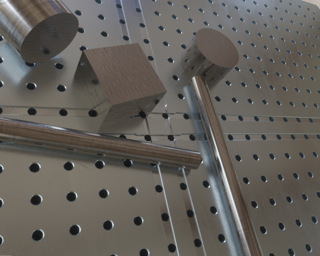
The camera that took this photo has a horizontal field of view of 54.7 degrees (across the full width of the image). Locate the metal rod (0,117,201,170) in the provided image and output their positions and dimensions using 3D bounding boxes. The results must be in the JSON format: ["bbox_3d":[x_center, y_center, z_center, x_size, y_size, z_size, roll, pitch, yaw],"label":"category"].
[{"bbox_3d":[-0.090,0.015,0.350,0.302,0.025,0.025,11,57,-22],"label":"metal rod"}]

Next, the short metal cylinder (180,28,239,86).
[{"bbox_3d":[0.080,-0.115,0.505,0.081,0.050,0.080,14,56,-21],"label":"short metal cylinder"}]

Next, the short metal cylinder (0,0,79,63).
[{"bbox_3d":[-0.146,-0.124,0.370,0.050,0.080,0.080,48,51,5],"label":"short metal cylinder"}]

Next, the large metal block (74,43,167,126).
[{"bbox_3d":[-0.052,-0.058,0.400,0.081,0.050,0.080,-19,72,-35],"label":"large metal block"}]

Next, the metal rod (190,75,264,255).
[{"bbox_3d":[0.090,0.056,0.421,0.025,0.025,0.299,1,61,-28],"label":"metal rod"}]
